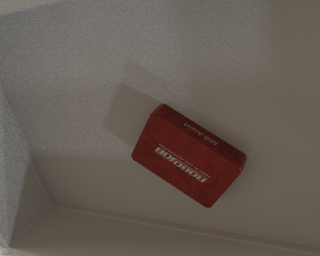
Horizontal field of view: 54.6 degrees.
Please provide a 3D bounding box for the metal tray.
[{"bbox_3d":[0.034,0.039,0.412,0.130,0.030,0.089,33,129,7],"label":"metal tray"}]
